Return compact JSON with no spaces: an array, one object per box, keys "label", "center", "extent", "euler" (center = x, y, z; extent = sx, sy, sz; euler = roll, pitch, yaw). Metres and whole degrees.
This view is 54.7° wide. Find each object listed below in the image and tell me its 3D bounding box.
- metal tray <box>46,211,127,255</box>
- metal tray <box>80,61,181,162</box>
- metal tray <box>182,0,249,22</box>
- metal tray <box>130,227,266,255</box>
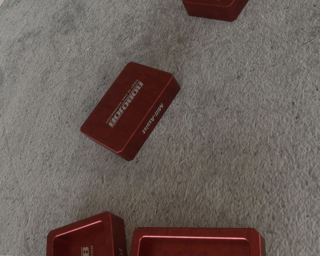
[{"label":"metal tray","center":[-0.080,0.168,0.339],"extent":[0.090,0.030,0.130],"euler":[-22,53,14]},{"label":"metal tray","center":[-0.042,-0.028,0.440],"extent":[0.090,0.030,0.130],"euler":[24,75,36]},{"label":"metal tray","center":[0.106,-0.230,0.486],"extent":[0.090,0.030,0.130],"euler":[24,75,36]},{"label":"metal tray","center":[0.032,0.144,0.295],"extent":[0.130,0.030,0.090],"euler":[-8,58,24]}]
